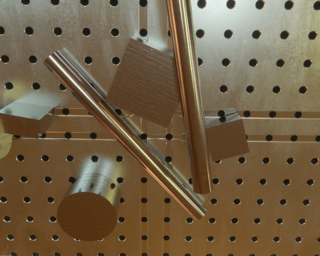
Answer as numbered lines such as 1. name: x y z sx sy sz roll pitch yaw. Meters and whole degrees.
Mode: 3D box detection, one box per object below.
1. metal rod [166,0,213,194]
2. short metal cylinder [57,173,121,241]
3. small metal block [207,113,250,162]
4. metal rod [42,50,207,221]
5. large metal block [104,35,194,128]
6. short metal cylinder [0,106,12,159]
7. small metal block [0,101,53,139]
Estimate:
1. metal rod: 0.030 -0.062 0.337 0.025 0.025 0.298 -9 110 3
2. short metal cylinder: -0.098 0.112 0.440 0.081 0.050 0.079 0 110 0
3. small metal block: 0.088 0.013 0.419 0.050 0.025 0.050 -16 110 5
4. metal rod: -0.038 0.020 0.420 0.025 0.025 0.300 -38 106 13
5. large metal block: -0.012 -0.058 0.378 0.080 0.050 0.080 23 108 -9
6. short metal cylinder: -0.231 0.005 0.384 0.050 0.080 0.080 -13 110 5
7. small metal block: -0.171 -0.011 0.394 0.050 0.050 0.025 11 110 -4
